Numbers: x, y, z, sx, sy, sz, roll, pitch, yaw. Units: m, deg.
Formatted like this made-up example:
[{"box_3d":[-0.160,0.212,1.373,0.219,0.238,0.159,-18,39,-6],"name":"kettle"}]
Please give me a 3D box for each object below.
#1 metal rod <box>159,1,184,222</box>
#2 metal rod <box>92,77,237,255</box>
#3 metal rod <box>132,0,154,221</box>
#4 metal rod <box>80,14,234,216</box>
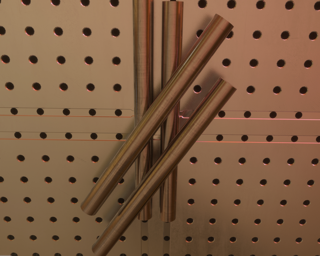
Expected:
[{"box_3d":[0.013,-0.007,0.411,0.025,0.025,0.298,1,110,0],"name":"metal rod"},{"box_3d":[-0.003,0.062,0.409,0.025,0.025,0.299,33,106,-11],"name":"metal rod"},{"box_3d":[-0.022,-0.010,0.410,0.025,0.025,0.298,1,110,0],"name":"metal rod"},{"box_3d":[-0.013,-0.004,0.386,0.025,0.025,0.299,33,107,-11],"name":"metal rod"}]
